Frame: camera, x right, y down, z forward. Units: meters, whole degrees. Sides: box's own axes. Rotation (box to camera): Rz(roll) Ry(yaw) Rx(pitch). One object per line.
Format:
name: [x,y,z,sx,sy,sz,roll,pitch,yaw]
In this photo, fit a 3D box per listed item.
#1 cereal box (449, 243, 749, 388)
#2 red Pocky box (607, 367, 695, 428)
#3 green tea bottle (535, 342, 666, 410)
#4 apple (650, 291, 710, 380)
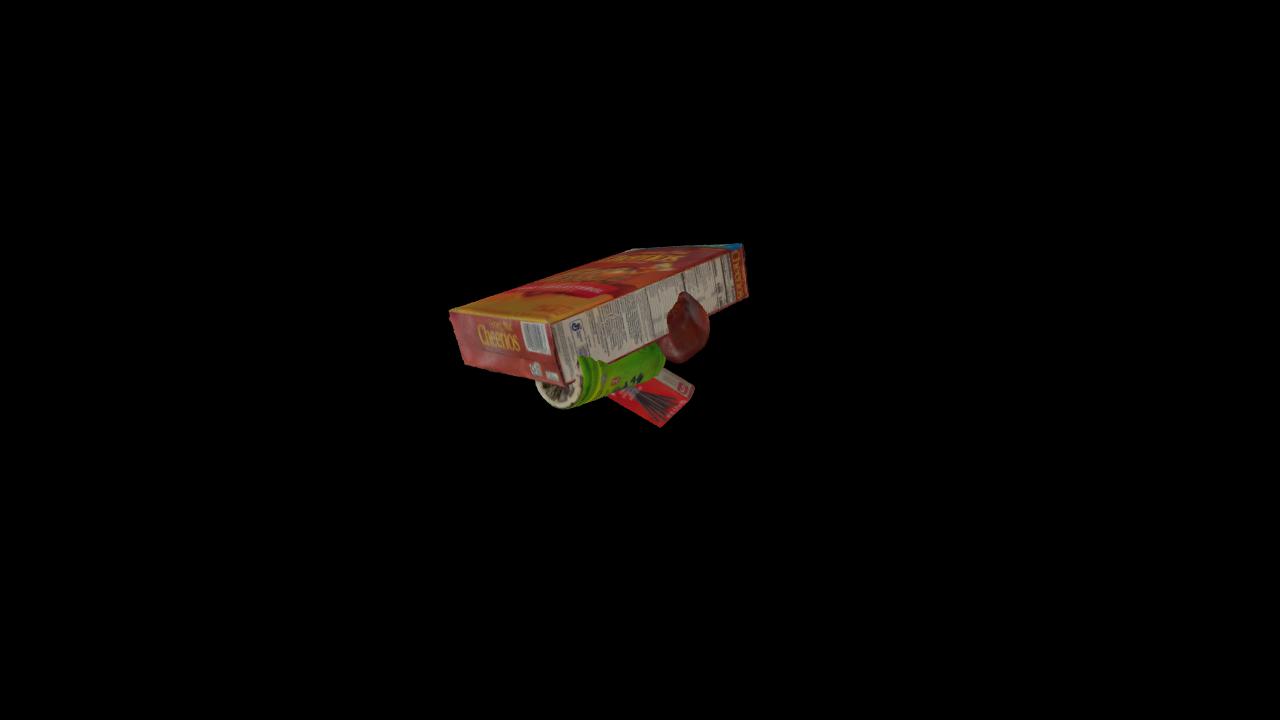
cereal box: [-0.041,-0.069,0.736,0.306,0.081,0.203,-27,24,-38]
red Pocky box: [-0.018,0.021,0.751,0.155,0.028,0.083,31,-39,-6]
green tea bottle: [-0.023,-0.001,0.688,0.073,0.073,0.212,0,10,36]
apple: [0.041,-0.042,0.713,0.079,0.079,0.093,0,-30,18]
